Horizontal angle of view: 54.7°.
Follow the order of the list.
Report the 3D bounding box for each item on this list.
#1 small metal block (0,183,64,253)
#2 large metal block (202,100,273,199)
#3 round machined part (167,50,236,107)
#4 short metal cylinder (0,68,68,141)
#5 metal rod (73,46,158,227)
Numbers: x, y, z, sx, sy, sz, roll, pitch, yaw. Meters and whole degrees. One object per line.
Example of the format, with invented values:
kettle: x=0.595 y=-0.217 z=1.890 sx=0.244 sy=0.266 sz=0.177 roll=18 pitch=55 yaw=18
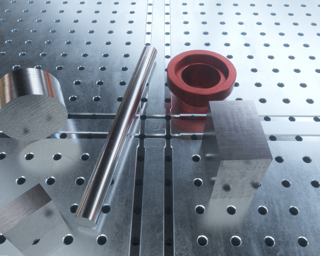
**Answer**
small metal block: x=-0.131 y=0.091 z=0.313 sx=0.050 sy=0.050 sz=0.025 roll=-35 pitch=59 yaw=-26
large metal block: x=0.081 y=0.025 z=0.352 sx=0.050 sy=0.080 sz=0.080 roll=-2 pitch=50 yaw=-2
round machined part: x=0.059 y=-0.069 z=0.455 sx=0.099 sy=0.042 sz=0.098 roll=0 pitch=50 yaw=0
short metal cylinder: x=-0.163 y=-0.029 z=0.394 sx=0.081 sy=0.080 sz=0.050 roll=-16 pitch=52 yaw=-14
metal rod: x=-0.047 y=-0.014 z=0.418 sx=0.025 sy=0.025 sz=0.300 roll=10 pitch=50 yaw=7
